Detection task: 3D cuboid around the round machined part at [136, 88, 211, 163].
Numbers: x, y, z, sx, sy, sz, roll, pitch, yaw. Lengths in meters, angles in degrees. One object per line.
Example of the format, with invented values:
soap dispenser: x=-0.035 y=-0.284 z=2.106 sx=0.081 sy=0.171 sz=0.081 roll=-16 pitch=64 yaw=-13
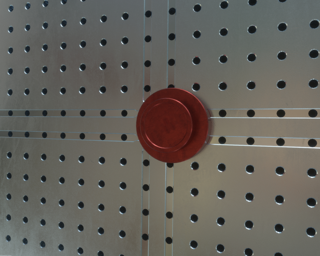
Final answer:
round machined part: x=0.014 y=-0.003 z=0.399 sx=0.098 sy=0.042 sz=0.097 roll=0 pitch=90 yaw=20
